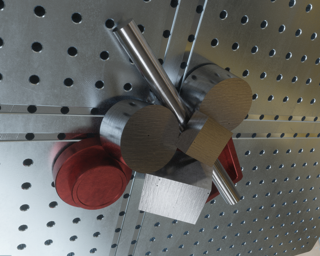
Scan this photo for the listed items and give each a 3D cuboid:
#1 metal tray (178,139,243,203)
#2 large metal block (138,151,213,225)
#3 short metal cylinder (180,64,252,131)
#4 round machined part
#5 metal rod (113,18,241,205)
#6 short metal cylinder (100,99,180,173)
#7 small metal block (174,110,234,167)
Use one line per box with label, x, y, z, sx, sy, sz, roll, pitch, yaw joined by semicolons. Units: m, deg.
metal tray;0.072;0.054;0.476;0.090;0.030;0.130;-32;129;-8
large metal block;0.020;0.077;0.415;0.080;0.050;0.079;14;132;1
short metal cylinder;0.073;-0.037;0.408;0.081;0.050;0.079;-14;124;-21
round machined part;-0.080;0.064;0.390;0.099;0.042;0.097;-14;124;-21
metal rod;0.036;0.000;0.394;0.025;0.025;0.299;-37;120;-4
short metal cylinder;-0.024;0.008;0.368;0.081;0.050;0.079;-10;108;-34
small metal block;0.053;0.013;0.376;0.050;0.025;0.050;30;94;-38
